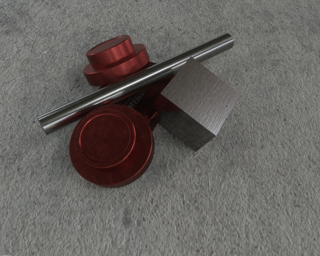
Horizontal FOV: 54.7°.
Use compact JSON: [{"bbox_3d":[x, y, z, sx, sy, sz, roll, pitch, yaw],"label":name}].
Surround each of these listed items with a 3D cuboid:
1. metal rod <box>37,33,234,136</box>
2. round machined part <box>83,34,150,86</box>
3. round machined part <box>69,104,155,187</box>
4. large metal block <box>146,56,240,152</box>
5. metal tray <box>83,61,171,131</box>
[{"bbox_3d":[-0.017,-0.069,0.424,0.302,0.025,0.025,-28,56,-22],"label":"metal rod"},{"bbox_3d":[-0.068,-0.103,0.454,0.098,0.042,0.098,-18,28,10],"label":"round machined part"},{"bbox_3d":[-0.057,0.017,0.356,0.099,0.042,0.098,-2,70,6],"label":"round machined part"},{"bbox_3d":[0.043,-0.031,0.396,0.080,0.050,0.080,37,55,-2],"label":"large metal block"},{"bbox_3d":[-0.036,-0.044,0.438,0.090,0.030,0.130,19,53,15],"label":"metal tray"}]
